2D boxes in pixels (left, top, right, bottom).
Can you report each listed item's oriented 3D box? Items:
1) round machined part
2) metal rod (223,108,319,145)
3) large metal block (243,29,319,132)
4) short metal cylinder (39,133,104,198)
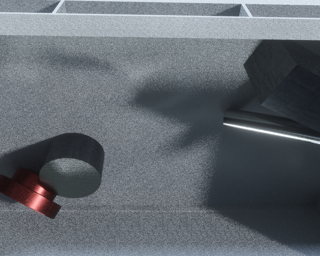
[{"bbox_3d":[-0.188,0.091,0.453,0.098,0.042,0.098,23,158,11],"label":"round machined part"},{"bbox_3d":[0.211,0.014,0.322,0.300,0.025,0.025,13,138,33],"label":"metal rod"},{"bbox_3d":[0.146,-0.051,0.332,0.080,0.080,0.050,22,127,-18],"label":"large metal block"},{"bbox_3d":[-0.121,0.053,0.434,0.081,0.050,0.079,-2,129,-2],"label":"short metal cylinder"}]
